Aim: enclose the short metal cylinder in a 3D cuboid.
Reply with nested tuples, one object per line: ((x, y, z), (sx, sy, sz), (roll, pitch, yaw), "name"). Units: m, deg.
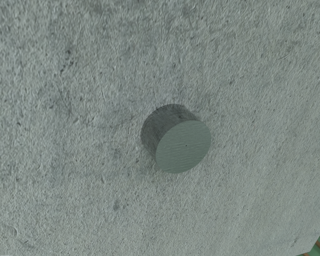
((0.021, 0.014, 0.414), (0.081, 0.050, 0.079), (-14, 125, -21), "short metal cylinder")
